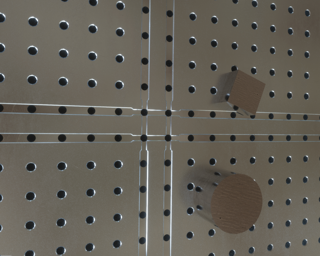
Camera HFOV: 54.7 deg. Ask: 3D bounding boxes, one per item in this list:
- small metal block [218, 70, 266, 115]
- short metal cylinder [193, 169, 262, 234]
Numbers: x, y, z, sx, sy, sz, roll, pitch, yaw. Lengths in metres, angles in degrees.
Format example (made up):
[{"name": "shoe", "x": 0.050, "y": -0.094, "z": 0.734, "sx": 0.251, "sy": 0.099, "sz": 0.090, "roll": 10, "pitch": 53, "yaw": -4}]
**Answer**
[{"name": "small metal block", "x": 0.121, "y": -0.051, "z": 0.457, "sx": 0.050, "sy": 0.025, "sz": 0.050, "roll": 23, "pitch": 82, "yaw": -19}, {"name": "short metal cylinder", "x": 0.094, "y": 0.100, "z": 0.434, "sx": 0.081, "sy": 0.050, "sz": 0.079, "roll": 0, "pitch": 90, "yaw": -20}]
